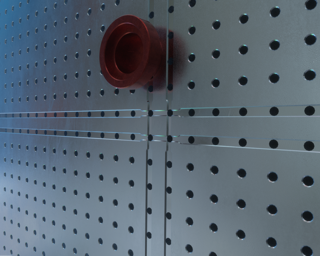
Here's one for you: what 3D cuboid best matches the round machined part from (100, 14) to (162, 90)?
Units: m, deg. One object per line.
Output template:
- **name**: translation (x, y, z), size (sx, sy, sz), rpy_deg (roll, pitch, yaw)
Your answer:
- **round machined part**: translation (-0.036, -0.102, 0.429), size (0.098, 0.042, 0.097), rpy_deg (0, 90, 40)
